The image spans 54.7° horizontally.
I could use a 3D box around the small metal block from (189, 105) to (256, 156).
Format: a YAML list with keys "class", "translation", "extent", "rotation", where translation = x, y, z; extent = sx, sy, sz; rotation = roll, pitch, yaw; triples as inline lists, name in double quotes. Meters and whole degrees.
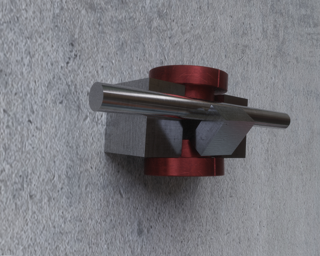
- class: "small metal block"
  translation: [0.069, 0.004, 0.342]
  extent: [0.050, 0.025, 0.050]
  rotation: [2, 129, -38]

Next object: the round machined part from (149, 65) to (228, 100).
- class: "round machined part"
  translation: [0.034, -0.047, 0.387]
  extent: [0.099, 0.098, 0.042]
  rotation: [5, 88, -40]

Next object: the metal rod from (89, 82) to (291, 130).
- class: "metal rod"
  translation: [0.062, -0.018, 0.354]
  extent: [0.302, 0.025, 0.025]
  rotation: [4, 88, -40]

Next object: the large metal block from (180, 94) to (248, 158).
- class: "large metal block"
  translation: [0.072, -0.001, 0.431]
  extent: [0.050, 0.080, 0.080]
  rotation: [5, 87, -40]

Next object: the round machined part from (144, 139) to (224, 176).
- class: "round machined part"
  translation: [0.030, 0.037, 0.383]
  extent: [0.099, 0.098, 0.042]
  rotation: [6, 81, -40]

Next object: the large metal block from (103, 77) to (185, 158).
- class: "large metal block"
  translation: [-0.020, -0.009, 0.354]
  extent: [0.050, 0.080, 0.080]
  rotation: [6, 87, -40]
